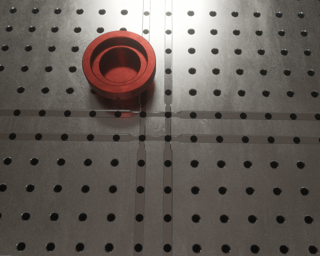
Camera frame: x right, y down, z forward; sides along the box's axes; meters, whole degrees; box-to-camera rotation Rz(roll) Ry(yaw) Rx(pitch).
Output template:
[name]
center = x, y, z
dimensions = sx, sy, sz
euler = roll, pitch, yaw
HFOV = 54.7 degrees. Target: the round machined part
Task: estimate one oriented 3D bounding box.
[round machined part]
center = -0.055, -0.083, 0.432
dimensions = 0.099, 0.042, 0.098
euler = 0, 70, -1
